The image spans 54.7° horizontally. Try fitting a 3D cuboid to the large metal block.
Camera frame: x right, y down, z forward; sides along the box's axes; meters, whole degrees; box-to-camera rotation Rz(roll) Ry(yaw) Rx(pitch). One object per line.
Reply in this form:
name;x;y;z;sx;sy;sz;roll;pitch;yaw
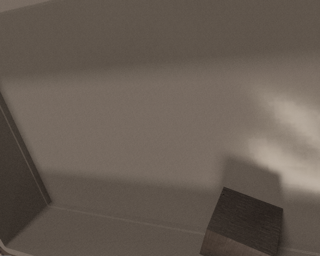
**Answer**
large metal block;0.106;0.133;0.399;0.080;0.080;0.050;19;126;17
